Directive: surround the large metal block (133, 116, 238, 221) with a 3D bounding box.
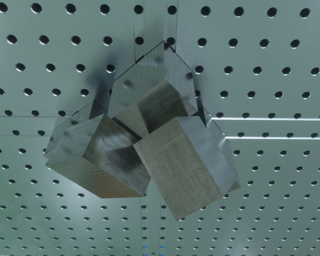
[{"bbox_3d":[0.029,0.035,0.313,0.050,0.080,0.080,-34,80,20],"label":"large metal block"}]

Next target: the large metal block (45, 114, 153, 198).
[{"bbox_3d":[-0.063,0.036,0.338,0.080,0.050,0.080,-15,134,46],"label":"large metal block"}]

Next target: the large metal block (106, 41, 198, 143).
[{"bbox_3d":[-0.009,-0.037,0.342,0.080,0.080,0.050,-34,123,25],"label":"large metal block"}]

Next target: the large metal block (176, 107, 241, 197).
[{"bbox_3d":[0.058,0.034,0.403,0.050,0.080,0.080,-27,125,21],"label":"large metal block"}]

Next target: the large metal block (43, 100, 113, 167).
[{"bbox_3d":[-0.090,0.023,0.413,0.080,0.050,0.080,-32,124,24],"label":"large metal block"}]
